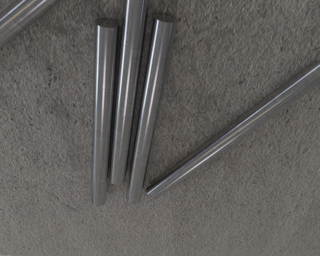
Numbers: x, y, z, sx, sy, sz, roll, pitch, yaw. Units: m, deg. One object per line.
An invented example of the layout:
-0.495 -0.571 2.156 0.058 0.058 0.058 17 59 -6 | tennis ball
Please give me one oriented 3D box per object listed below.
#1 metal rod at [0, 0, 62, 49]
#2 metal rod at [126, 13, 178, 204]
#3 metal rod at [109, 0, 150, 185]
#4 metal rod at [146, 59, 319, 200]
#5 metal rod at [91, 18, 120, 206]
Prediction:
-0.159 -0.103 0.317 0.300 0.025 0.025 -27 125 21 | metal rod
-0.018 0.001 0.407 0.025 0.025 0.298 7 130 -6 | metal rod
-0.041 -0.035 0.376 0.025 0.025 0.298 7 130 -6 | metal rod
0.087 0.017 0.422 0.025 0.025 0.299 34 122 -25 | metal rod
-0.077 0.005 0.410 0.025 0.025 0.298 7 130 -6 | metal rod
